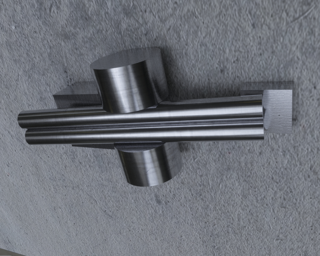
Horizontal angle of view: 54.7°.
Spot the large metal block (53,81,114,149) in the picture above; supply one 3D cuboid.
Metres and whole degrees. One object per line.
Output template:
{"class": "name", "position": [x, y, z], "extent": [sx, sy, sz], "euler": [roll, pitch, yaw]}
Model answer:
{"class": "large metal block", "position": [-0.087, -0.019, 0.427], "extent": [0.080, 0.050, 0.080], "euler": [2, 119, 27]}

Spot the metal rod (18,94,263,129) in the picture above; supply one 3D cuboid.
{"class": "metal rod", "position": [-0.039, -0.016, 0.361], "extent": [0.301, 0.025, 0.025], "euler": [-2, 118, 20]}

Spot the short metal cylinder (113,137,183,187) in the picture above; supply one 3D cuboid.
{"class": "short metal cylinder", "position": [-0.014, 0.031, 0.399], "extent": [0.080, 0.080, 0.050], "euler": [2, 119, 27]}

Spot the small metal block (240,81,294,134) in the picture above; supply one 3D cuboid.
{"class": "small metal block", "position": [0.116, -0.023, 0.333], "extent": [0.050, 0.025, 0.050], "euler": [3, 120, 27]}

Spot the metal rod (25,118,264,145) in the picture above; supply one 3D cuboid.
{"class": "metal rod", "position": [-0.034, 0.006, 0.372], "extent": [0.301, 0.025, 0.025], "euler": [-2, 118, 20]}

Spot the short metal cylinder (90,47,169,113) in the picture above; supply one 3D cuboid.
{"class": "short metal cylinder", "position": [-0.034, -0.057, 0.355], "extent": [0.080, 0.080, 0.050], "euler": [2, 119, 27]}
